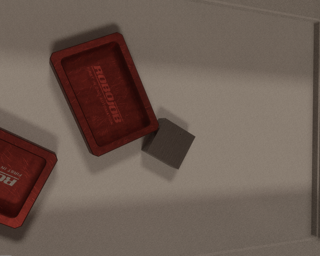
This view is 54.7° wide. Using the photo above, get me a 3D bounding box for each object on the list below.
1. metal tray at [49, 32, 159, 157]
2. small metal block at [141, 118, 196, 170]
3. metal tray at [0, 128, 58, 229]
[{"bbox_3d":[-0.067,-0.041,0.383,0.091,0.030,0.129,-25,99,-19],"label":"metal tray"},{"bbox_3d":[0.011,0.021,0.416,0.050,0.025,0.050,31,80,-18],"label":"small metal block"},{"bbox_3d":[-0.192,0.042,0.336,0.131,0.030,0.090,29,80,-18],"label":"metal tray"}]
